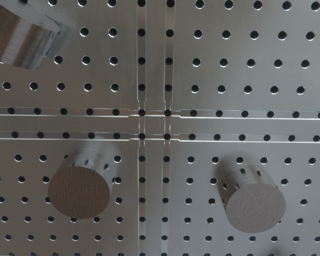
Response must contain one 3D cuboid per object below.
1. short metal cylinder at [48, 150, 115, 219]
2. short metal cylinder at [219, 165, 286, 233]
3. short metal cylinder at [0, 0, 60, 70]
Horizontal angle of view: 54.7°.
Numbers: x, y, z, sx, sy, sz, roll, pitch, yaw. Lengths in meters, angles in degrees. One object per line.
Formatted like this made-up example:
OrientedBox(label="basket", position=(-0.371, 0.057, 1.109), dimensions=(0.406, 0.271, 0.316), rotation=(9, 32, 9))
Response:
OrientedBox(label="short metal cylinder", position=(-0.106, 0.077, 0.427), dimensions=(0.081, 0.050, 0.079), rotation=(0, 110, -1))
OrientedBox(label="short metal cylinder", position=(0.129, 0.100, 0.439), dimensions=(0.081, 0.050, 0.079), rotation=(0, 110, -1))
OrientedBox(label="short metal cylinder", position=(-0.160, -0.108, 0.342), dimensions=(0.080, 0.080, 0.050), rotation=(32, 107, -11))
